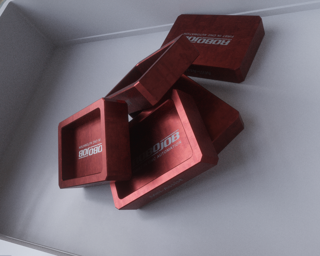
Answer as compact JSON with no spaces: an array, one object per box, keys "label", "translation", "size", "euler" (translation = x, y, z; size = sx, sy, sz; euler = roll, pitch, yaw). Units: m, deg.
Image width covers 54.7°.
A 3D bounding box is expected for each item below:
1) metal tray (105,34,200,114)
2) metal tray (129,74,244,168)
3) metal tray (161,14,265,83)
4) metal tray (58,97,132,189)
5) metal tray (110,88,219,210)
[{"label":"metal tray","translation":[-0.018,-0.060,0.390],"size":[0.090,0.030,0.130],"euler":[-51,18,-22]},{"label":"metal tray","translation":[0.028,-0.013,0.395],"size":[0.090,0.030,0.130],"euler":[-44,51,-3]},{"label":"metal tray","translation":[0.068,-0.116,0.437],"size":[0.130,0.030,0.090],"euler":[15,69,33]},{"label":"metal tray","translation":[-0.085,0.024,0.378],"size":[0.130,0.030,0.090],"euler":[-19,71,48]},{"label":"metal tray","translation":[-0.007,0.027,0.352],"size":[0.130,0.030,0.090],"euler":[-35,58,29]}]
